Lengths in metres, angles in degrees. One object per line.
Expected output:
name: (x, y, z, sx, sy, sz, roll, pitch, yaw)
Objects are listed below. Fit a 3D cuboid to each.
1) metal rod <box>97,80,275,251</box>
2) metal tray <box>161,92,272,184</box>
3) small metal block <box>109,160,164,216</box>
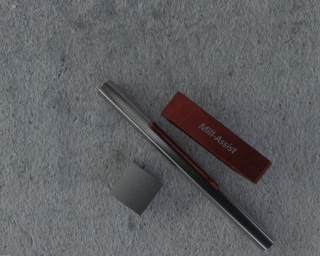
metal rod: (0.034, 0.049, 0.410, 0.300, 0.025, 0.025, 44, 90, -1)
metal tray: (0.062, 0.011, 0.378, 0.130, 0.090, 0.030, 37, 90, -1)
small metal block: (-0.030, 0.078, 0.410, 0.050, 0.025, 0.050, 36, 90, -1)
